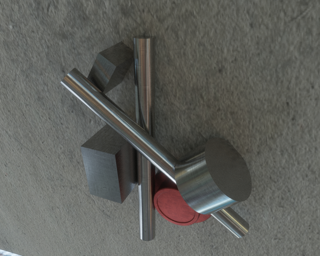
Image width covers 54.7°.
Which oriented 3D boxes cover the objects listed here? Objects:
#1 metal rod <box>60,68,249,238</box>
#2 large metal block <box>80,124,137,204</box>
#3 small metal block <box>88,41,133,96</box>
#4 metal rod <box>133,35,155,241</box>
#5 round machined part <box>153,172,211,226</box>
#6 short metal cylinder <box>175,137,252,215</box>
[{"bbox_3d":[0.003,0.039,0.385,0.300,0.025,0.025,43,130,-13],"label":"metal rod"},{"bbox_3d":[-0.058,0.042,0.428,0.050,0.080,0.079,11,123,22],"label":"large metal block"},{"bbox_3d":[-0.059,-0.072,0.377,0.025,0.050,0.050,39,129,2],"label":"small metal block"},{"bbox_3d":[-0.019,0.031,0.416,0.025,0.025,0.298,11,117,22],"label":"metal rod"},{"bbox_3d":[0.030,0.100,0.443,0.098,0.042,0.097,13,124,20],"label":"round machined part"},{"bbox_3d":[0.065,0.058,0.374,0.080,0.080,0.050,49,129,-6],"label":"short metal cylinder"}]
